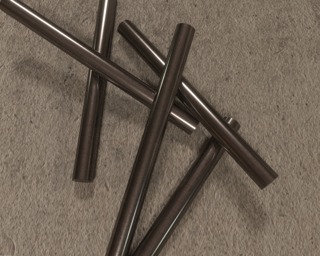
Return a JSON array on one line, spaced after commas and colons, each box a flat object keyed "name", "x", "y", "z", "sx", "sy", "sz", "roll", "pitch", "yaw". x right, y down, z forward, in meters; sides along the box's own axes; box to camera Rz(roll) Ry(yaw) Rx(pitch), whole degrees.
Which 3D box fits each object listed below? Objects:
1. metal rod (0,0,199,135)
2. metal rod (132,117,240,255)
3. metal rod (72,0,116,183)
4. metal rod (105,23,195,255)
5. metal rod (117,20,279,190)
[{"name": "metal rod", "x": -0.079, "y": -0.084, "z": 0.411, "sx": 0.301, "sy": 0.025, "sz": 0.025, "roll": 34, "pitch": 73, "yaw": 1}, {"name": "metal rod", "x": 0.010, "y": 0.109, "z": 0.368, "sx": 0.025, "sy": 0.025, "sz": 0.300, "roll": 33, "pitch": 73, "yaw": 11}, {"name": "metal rod", "x": -0.088, "y": -0.075, "z": 0.434, "sx": 0.025, "sy": 0.025, "sz": 0.299, "roll": 3, "pitch": 70, "yaw": 1}, {"name": "metal rod", "x": -0.009, "y": 0.012, "z": 0.376, "sx": 0.025, "sy": 0.025, "sz": 0.299, "roll": 16, "pitch": 81, "yaw": 5}, {"name": "metal rod", "x": 0.036, "y": -0.045, "z": 0.406, "sx": 0.025, "sy": 0.025, "sz": 0.300, "roll": -35, "pitch": 67, "yaw": -12}]
